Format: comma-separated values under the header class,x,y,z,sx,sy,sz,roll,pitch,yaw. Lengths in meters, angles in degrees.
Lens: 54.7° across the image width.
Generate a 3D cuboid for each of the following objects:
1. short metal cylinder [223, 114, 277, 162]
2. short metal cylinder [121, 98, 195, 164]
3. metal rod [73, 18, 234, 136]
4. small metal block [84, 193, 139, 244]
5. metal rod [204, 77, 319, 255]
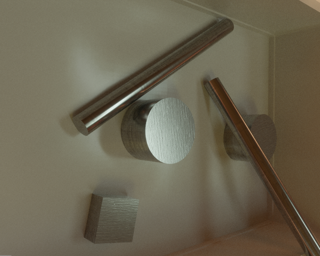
class,x,y,z,sx,sy,sz,roll,pitch,yaw
short metal cylinder,0.152,0.017,0.521,0.081,0.050,0.079,0,90,-40
short metal cylinder,-0.002,0.003,0.391,0.081,0.050,0.079,0,90,-40
metal rod,0.011,-0.083,0.417,0.302,0.025,0.025,-40,115,-33
small metal block,-0.056,0.105,0.362,0.050,0.025,0.050,15,80,-39
metal rod,0.153,0.058,0.459,0.025,0.025,0.299,-24,81,-38
